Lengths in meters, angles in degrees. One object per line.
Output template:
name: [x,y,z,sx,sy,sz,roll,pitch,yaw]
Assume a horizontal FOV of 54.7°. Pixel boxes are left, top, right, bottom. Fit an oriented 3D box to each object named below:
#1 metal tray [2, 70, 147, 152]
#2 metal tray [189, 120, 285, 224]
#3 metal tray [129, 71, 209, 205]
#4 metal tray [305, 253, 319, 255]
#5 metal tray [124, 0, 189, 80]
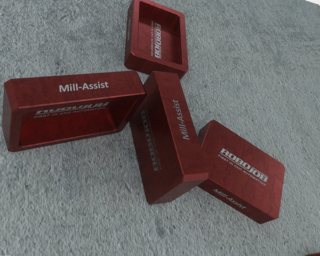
metal tray: [-0.089,-0.018,0.324,0.131,0.090,0.030,-11,68,-33]
metal tray: [0.105,0.058,0.421,0.130,0.030,0.090,32,51,-7]
metal tray: [0.002,0.012,0.355,0.030,0.090,0.130,0,62,-29]
metal tray: [0.240,0.229,0.389,0.130,0.030,0.090,33,51,-7]
metal tray: [-0.005,-0.140,0.482,0.091,0.030,0.130,13,56,-21]
